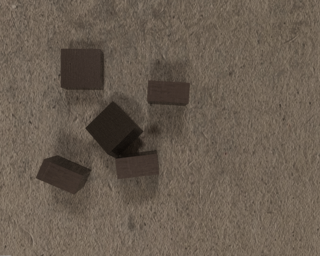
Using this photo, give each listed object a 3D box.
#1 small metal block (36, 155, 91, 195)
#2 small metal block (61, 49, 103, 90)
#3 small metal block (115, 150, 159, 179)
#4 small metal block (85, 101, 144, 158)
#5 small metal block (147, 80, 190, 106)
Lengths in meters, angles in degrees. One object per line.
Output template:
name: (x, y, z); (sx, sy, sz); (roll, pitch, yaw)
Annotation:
small metal block: (-0.121, 0.058, 0.396); (0.050, 0.050, 0.025); (24, 90, -1)
small metal block: (-0.102, -0.077, 0.409); (0.050, 0.025, 0.050); (0, 90, -1)
small metal block: (-0.028, 0.046, 0.397); (0.050, 0.050, 0.025); (-7, 91, -1)
small metal block: (-0.059, 0.002, 0.400); (0.050, 0.025, 0.050); (-45, 66, -1)
small metal block: (0.010, -0.044, 0.398); (0.050, 0.050, 0.025); (3, 90, -1)
